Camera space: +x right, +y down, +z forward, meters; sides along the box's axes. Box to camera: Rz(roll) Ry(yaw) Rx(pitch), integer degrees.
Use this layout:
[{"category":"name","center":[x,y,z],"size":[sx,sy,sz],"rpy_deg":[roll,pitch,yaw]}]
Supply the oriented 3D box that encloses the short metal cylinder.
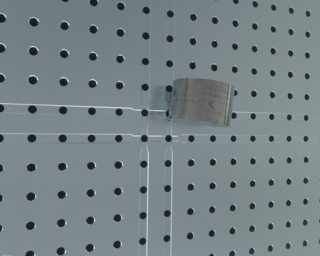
[{"category":"short metal cylinder","center":[0.054,-0.031,0.403],"size":[0.081,0.080,0.050],"rpy_deg":[8,87,-20]}]
